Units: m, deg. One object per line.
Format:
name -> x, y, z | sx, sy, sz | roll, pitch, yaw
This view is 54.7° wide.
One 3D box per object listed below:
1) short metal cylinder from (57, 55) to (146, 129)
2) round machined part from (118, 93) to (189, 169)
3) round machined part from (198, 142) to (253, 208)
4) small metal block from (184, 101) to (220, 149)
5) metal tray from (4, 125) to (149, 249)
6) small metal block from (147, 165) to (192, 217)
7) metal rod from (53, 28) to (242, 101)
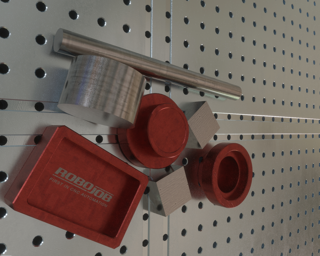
short metal cylinder -> -0.059, -0.035, 0.323 | 0.080, 0.080, 0.050 | 22, 76, -38
round machined part -> -0.001, 0.004, 0.396 | 0.099, 0.042, 0.097 | 3, 85, -40
round machined part -> 0.097, 0.071, 0.480 | 0.099, 0.042, 0.097 | 0, 90, -40
small metal block -> 0.056, -0.005, 0.456 | 0.050, 0.025, 0.050 | -46, 118, -30
metal tray -> -0.082, 0.066, 0.337 | 0.130, 0.030, 0.090 | 38, 67, -33
small metal block -> 0.012, 0.083, 0.419 | 0.050, 0.025, 0.050 | -25, 106, -37
metal rod -> 0.010, -0.074, 0.416 | 0.302, 0.025, 0.025 | 8, 85, -40
